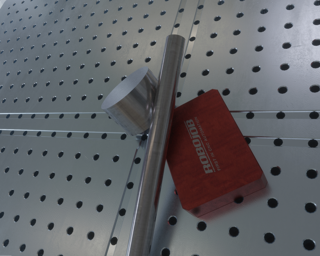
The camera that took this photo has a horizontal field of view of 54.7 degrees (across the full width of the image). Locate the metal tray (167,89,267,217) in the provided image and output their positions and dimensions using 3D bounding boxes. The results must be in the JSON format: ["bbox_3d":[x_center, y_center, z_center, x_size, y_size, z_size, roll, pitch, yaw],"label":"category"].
[{"bbox_3d":[0.053,0.025,0.362,0.090,0.030,0.130,-27,52,11],"label":"metal tray"}]

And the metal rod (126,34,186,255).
[{"bbox_3d":[-0.005,0.032,0.354,0.025,0.025,0.299,2,74,29],"label":"metal rod"}]

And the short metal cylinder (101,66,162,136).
[{"bbox_3d":[-0.030,-0.036,0.409,0.080,0.050,0.080,-35,24,18],"label":"short metal cylinder"}]
